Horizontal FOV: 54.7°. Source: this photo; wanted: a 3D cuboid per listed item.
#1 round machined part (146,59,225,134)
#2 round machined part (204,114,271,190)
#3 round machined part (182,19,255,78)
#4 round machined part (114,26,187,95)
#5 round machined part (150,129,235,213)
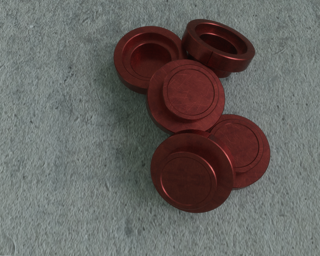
[{"bbox_3d":[0.033,-0.039,0.380,0.099,0.042,0.097,1,80,-8],"label":"round machined part"},{"bbox_3d":[0.091,0.027,0.391,0.099,0.042,0.098,0,70,-1],"label":"round machined part"},{"bbox_3d":[0.076,-0.105,0.425,0.099,0.042,0.098,13,42,-12],"label":"round machined part"},{"bbox_3d":[-0.013,-0.089,0.433,0.099,0.042,0.098,0,70,-1],"label":"round machined part"},{"bbox_3d":[0.034,0.053,0.354,0.098,0.042,0.097,5,105,18],"label":"round machined part"}]
